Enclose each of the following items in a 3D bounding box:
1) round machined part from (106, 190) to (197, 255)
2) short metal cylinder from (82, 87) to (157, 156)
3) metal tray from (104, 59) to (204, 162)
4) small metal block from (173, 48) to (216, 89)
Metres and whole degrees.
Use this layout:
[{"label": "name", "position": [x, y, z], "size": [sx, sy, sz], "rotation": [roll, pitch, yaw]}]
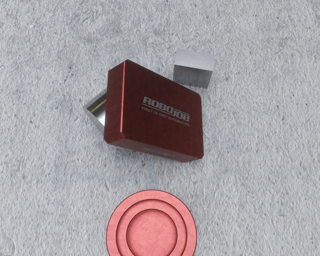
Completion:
[{"label": "round machined part", "position": [-0.009, 0.122, 0.354], "size": [0.099, 0.042, 0.098], "rotation": [0, 70, -1]}, {"label": "short metal cylinder", "position": [-0.049, -0.012, 0.383], "size": [0.050, 0.080, 0.080], "rotation": [-42, 76, -14]}, {"label": "metal tray", "position": [-0.002, -0.015, 0.367], "size": [0.131, 0.030, 0.090], "rotation": [18, 63, -41]}, {"label": "small metal block", "position": [0.045, -0.080, 0.425], "size": [0.050, 0.050, 0.025], "rotation": [10, 71, 3]}]
